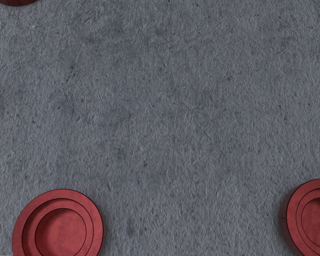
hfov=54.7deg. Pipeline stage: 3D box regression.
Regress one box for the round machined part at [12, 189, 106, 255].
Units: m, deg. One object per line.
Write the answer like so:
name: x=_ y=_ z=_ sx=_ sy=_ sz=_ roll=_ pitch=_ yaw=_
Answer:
round machined part: x=-0.110 y=0.122 z=0.354 sx=0.099 sy=0.042 sz=0.098 roll=0 pitch=70 yaw=0

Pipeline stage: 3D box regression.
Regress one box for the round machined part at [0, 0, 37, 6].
round machined part: x=-0.228 y=-0.245 z=0.487 sx=0.099 sy=0.042 sz=0.098 roll=0 pitch=70 yaw=0

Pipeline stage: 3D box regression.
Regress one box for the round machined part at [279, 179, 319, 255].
round machined part: x=0.188 y=0.111 z=0.360 sx=0.099 sy=0.042 sz=0.098 roll=0 pitch=70 yaw=0
